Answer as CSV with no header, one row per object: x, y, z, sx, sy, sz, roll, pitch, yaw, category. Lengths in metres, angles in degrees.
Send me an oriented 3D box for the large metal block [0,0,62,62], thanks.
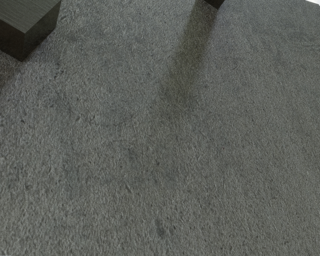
-0.180,-0.141,0.376,0.080,0.050,0.080,30,52,-9,large metal block

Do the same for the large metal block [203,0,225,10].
0.124,-0.301,0.619,0.050,0.080,0.080,29,52,-10,large metal block
